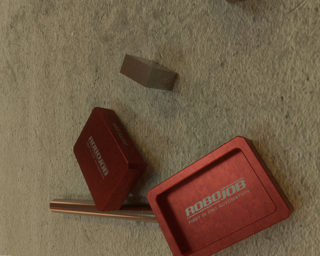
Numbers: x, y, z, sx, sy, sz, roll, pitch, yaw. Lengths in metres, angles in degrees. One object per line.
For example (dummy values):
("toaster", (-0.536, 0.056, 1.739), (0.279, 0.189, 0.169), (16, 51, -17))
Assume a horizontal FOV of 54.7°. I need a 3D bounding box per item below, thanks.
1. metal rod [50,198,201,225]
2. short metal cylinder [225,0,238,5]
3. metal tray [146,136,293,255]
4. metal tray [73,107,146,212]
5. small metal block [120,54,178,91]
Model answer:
("metal rod", (-0.071, 0.122, 0.461), (0.300, 0.025, 0.025), (-9, 85, 39))
("short metal cylinder", (0.061, -0.173, 0.318), (0.050, 0.081, 0.080), (-51, 60, 28))
("metal tray", (0.059, 0.079, 0.332), (0.130, 0.030, 0.090), (-35, 68, 19))
("metal tray", (-0.078, 0.042, 0.447), (0.089, 0.030, 0.130), (-57, 46, 24))
("small metal block", (-0.014, -0.071, 0.398), (0.050, 0.050, 0.025), (34, 111, 34))
